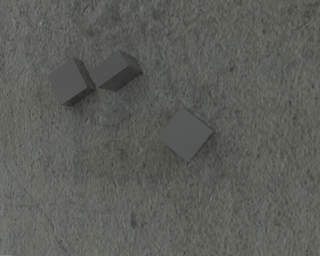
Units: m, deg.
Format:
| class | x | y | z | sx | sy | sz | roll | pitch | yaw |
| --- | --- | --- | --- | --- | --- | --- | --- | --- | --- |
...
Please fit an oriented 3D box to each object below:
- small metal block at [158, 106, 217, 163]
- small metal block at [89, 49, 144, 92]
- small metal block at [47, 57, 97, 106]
| class | x | y | z | sx | sy | sz | roll | pitch | yaw |
| --- | --- | --- | --- | --- | --- | --- | --- | --- | --- |
| small metal block | 0.035 | 0.008 | 0.396 | 0.050 | 0.025 | 0.050 | 40 | 102 | 15 |
| small metal block | -0.057 | -0.075 | 0.415 | 0.050 | 0.050 | 0.025 | -33 | 80 | 17 |
| small metal block | -0.129 | -0.066 | 0.453 | 0.050 | 0.025 | 0.050 | -30 | 81 | 17 |
